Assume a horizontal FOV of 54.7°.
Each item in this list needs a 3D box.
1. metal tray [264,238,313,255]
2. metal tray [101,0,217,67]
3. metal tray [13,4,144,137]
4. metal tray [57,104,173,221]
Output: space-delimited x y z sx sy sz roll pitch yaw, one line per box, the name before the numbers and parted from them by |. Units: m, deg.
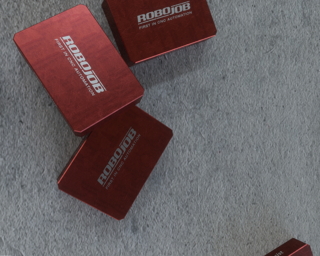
metal tray | 0.182 0.240 0.474 0.131 0.030 0.090 -22 97 -19
metal tray | 0.001 -0.144 0.406 0.131 0.030 0.090 -24 98 -19
metal tray | -0.091 -0.066 0.356 0.090 0.030 0.130 -33 86 -17
metal tray | -0.054 0.036 0.386 0.090 0.030 0.130 34 79 -17
